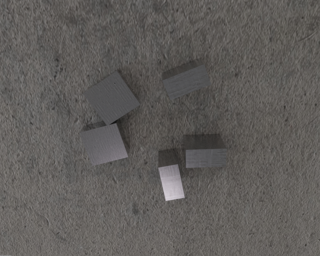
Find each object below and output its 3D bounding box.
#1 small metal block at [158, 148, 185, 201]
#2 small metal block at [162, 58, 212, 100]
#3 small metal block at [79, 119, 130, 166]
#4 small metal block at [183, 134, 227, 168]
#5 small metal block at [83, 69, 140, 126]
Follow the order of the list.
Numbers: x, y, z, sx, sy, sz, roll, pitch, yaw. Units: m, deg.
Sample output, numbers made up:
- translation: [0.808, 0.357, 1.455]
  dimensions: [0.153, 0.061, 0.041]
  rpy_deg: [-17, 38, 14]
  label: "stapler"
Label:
- translation: [0.015, 0.062, 0.419]
  dimensions: [0.025, 0.050, 0.050]
  rpy_deg: [-11, 110, 4]
  label: "small metal block"
- translation: [0.031, -0.060, 0.374]
  dimensions: [0.050, 0.050, 0.025]
  rpy_deg: [-20, 109, 7]
  label: "small metal block"
- translation: [-0.073, 0.018, 0.416]
  dimensions: [0.050, 0.025, 0.050]
  rpy_deg: [-15, 110, 5]
  label: "small metal block"
- translation: [0.057, 0.029, 0.408]
  dimensions: [0.050, 0.050, 0.025]
  rpy_deg: [-2, 110, 0]
  label: "small metal block"
- translation: [-0.060, -0.039, 0.392]
  dimensions: [0.050, 0.025, 0.050]
  rpy_deg: [-33, 107, 6]
  label: "small metal block"
